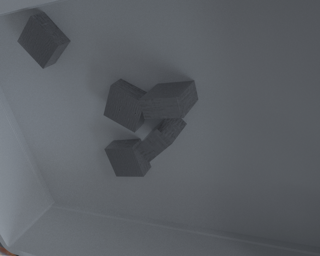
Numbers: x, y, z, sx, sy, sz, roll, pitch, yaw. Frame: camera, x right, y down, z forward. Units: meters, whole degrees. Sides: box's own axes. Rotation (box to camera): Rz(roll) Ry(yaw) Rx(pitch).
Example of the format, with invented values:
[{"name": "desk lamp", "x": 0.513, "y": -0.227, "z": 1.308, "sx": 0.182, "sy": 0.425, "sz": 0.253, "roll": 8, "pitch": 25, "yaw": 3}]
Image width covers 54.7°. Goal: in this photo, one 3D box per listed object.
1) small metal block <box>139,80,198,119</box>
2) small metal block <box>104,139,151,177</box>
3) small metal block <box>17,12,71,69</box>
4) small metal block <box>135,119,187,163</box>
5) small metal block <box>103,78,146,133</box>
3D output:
[{"name": "small metal block", "x": 0.011, "y": -0.034, "z": 0.366, "sx": 0.050, "sy": 0.050, "sz": 0.025, "roll": -1, "pitch": 118, "yaw": 28}, {"name": "small metal block", "x": -0.047, "y": 0.045, "z": 0.462, "sx": 0.050, "sy": 0.025, "sz": 0.050, "roll": -5, "pitch": 116, "yaw": 30}, {"name": "small metal block", "x": -0.157, "y": -0.118, "z": 0.419, "sx": 0.050, "sy": 0.025, "sz": 0.050, "roll": 48, "pitch": 129, "yaw": -6}, {"name": "small metal block", "x": 0.002, "y": 0.011, "z": 0.398, "sx": 0.025, "sy": 0.050, "sz": 0.050, "roll": 45, "pitch": 129, "yaw": -3}, {"name": "small metal block", "x": -0.043, "y": -0.030, "z": 0.413, "sx": 0.050, "sy": 0.025, "sz": 0.050, "roll": 29, "pitch": 128, "yaw": 9}]
